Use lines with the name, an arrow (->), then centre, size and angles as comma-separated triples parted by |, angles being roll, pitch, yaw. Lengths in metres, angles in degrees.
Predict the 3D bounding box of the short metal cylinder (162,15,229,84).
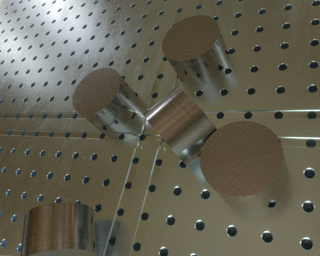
short metal cylinder -> 0.050, -0.109, 0.432 | 0.080, 0.050, 0.080 | -13, 56, 20

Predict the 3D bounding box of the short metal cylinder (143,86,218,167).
short metal cylinder -> 0.025, -0.002, 0.360 | 0.050, 0.080, 0.080 | -40, 51, 1

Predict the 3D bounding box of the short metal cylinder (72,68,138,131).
short metal cylinder -> -0.081, -0.042, 0.459 | 0.080, 0.050, 0.080 | -13, 56, 20

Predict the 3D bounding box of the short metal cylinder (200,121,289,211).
short metal cylinder -> 0.088, 0.039, 0.321 | 0.080, 0.050, 0.080 | -13, 56, 20

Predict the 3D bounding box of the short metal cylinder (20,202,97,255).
short metal cylinder -> -0.114, 0.125, 0.355 | 0.080, 0.080, 0.050 | -21, 54, 15
